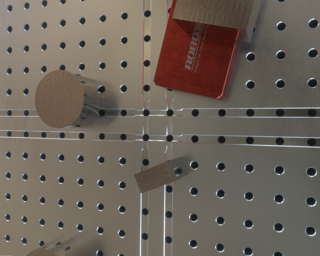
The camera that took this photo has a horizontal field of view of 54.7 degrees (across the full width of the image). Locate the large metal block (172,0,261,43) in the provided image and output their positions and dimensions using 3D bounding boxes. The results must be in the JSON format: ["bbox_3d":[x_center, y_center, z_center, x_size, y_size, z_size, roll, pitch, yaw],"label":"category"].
[{"bbox_3d":[0.068,-0.147,0.343,0.080,0.050,0.080,16,95,19],"label":"large metal block"}]

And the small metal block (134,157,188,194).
[{"bbox_3d":[0.003,0.060,0.398,0.050,0.050,0.025,-24,82,18],"label":"small metal block"}]

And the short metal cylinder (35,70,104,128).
[{"bbox_3d":[-0.129,-0.040,0.445,0.080,0.050,0.079,0,90,20],"label":"short metal cylinder"}]

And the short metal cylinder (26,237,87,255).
[{"bbox_3d":[-0.153,0.208,0.453,0.080,0.050,0.079,0,90,20],"label":"short metal cylinder"}]

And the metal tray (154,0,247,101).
[{"bbox_3d":[0.052,-0.108,0.392,0.090,0.030,0.129,15,95,19],"label":"metal tray"}]
